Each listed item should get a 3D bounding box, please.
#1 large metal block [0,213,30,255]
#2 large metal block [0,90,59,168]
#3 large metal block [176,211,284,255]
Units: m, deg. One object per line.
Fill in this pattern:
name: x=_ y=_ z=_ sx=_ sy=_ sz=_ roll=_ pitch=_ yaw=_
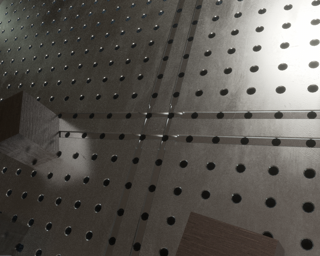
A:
large metal block: x=-0.241 y=0.156 z=0.420 sx=0.080 sy=0.050 sz=0.080 roll=10 pitch=67 yaw=32
large metal block: x=-0.202 y=0.004 z=0.474 sx=0.050 sy=0.080 sz=0.080 roll=-23 pitch=53 yaw=14
large metal block: x=0.059 y=0.132 z=0.280 sx=0.080 sy=0.050 sz=0.080 roll=10 pitch=67 yaw=32
